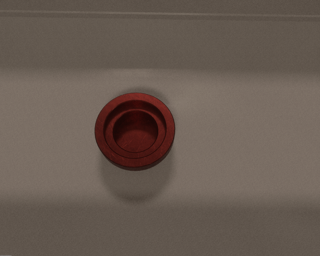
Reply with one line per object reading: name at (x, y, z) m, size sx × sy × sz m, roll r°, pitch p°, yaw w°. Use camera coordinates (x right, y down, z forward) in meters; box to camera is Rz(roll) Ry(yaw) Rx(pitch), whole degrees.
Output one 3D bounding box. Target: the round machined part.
round machined part at (-0.031, 0.007, 0.398) m, size 0.099 × 0.042 × 0.098 m, roll 0°, pitch 70°, yaw -1°
